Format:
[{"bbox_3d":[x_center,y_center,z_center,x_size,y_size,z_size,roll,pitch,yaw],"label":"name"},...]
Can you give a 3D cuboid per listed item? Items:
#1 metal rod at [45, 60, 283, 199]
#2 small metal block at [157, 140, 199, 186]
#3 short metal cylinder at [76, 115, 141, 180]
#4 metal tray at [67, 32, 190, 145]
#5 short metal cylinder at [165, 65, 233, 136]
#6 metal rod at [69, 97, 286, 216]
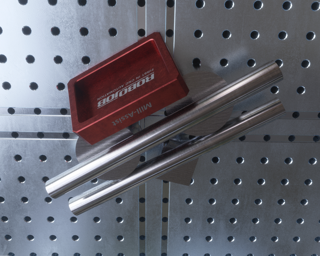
[{"bbox_3d":[-0.003,0.007,0.361,0.301,0.025,0.025,-28,108,9],"label":"metal rod"},{"bbox_3d":[0.022,0.048,0.430,0.050,0.025,0.050,14,109,-6],"label":"small metal block"},{"bbox_3d":[-0.064,0.021,0.407,0.081,0.050,0.079,0,110,-1],"label":"short metal cylinder"},{"bbox_3d":[-0.042,-0.047,0.359,0.130,0.090,0.030,-27,140,9],"label":"metal tray"},{"bbox_3d":[0.047,-0.036,0.388,0.081,0.050,0.079,0,110,-1],"label":"short metal cylinder"},{"bbox_3d":[0.015,0.041,0.401,0.301,0.025,0.025,-27,108,9],"label":"metal rod"}]
